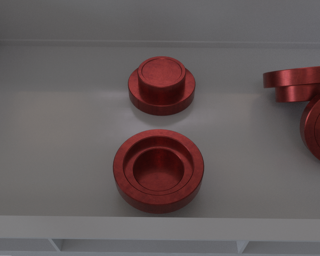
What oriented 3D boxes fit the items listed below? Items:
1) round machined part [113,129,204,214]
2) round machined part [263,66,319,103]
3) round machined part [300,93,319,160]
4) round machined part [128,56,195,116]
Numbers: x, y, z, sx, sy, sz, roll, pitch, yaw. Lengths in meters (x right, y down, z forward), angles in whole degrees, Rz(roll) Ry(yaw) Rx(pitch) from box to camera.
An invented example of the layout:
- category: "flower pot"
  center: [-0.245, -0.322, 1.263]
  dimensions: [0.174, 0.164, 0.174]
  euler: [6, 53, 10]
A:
- category: "round machined part"
  center: [-0.002, 0.052, 0.350]
  dimensions: [0.099, 0.042, 0.098]
  euler: [0, 50, 0]
- category: "round machined part"
  center: [0.193, -0.058, 0.422]
  dimensions: [0.099, 0.042, 0.098]
  euler: [-5, 5, 1]
- category: "round machined part"
  center: [0.221, -0.004, 0.375]
  dimensions: [0.098, 0.097, 0.042]
  euler: [8, 15, 6]
- category: "round machined part"
  center: [0.002, -0.067, 0.451]
  dimensions: [0.099, 0.042, 0.098]
  euler: [0, 50, 0]
